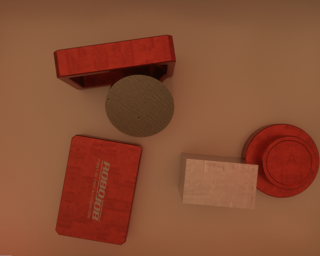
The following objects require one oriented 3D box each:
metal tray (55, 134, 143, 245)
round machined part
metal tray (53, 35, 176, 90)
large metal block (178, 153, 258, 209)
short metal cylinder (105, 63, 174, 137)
[{"bbox_3d":[-0.078,0.079,0.408,0.091,0.030,0.129,10,90,-1],"label":"metal tray"},{"bbox_3d":[0.161,0.043,0.405,0.099,0.042,0.097,0,90,-1],"label":"round machined part"},{"bbox_3d":[-0.049,-0.076,0.377,0.131,0.090,0.030,-8,88,-1],"label":"metal tray"},{"bbox_3d":[0.067,0.062,0.385,0.081,0.080,0.050,5,90,-1],"label":"large metal block"},{"bbox_3d":[-0.023,-0.035,0.383,0.081,0.050,0.079,0,118,0],"label":"short metal cylinder"}]
